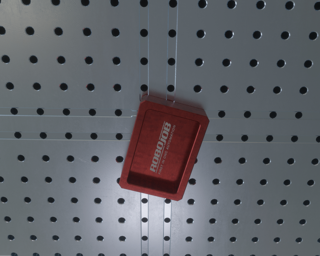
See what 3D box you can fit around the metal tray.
[{"bbox_3d":[0.003,0.029,0.421,0.090,0.030,0.129,14,109,-6],"label":"metal tray"}]
